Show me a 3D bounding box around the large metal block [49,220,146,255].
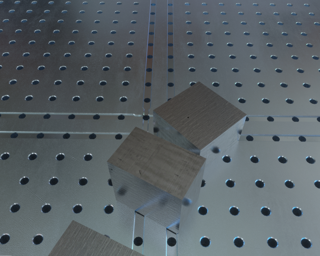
[{"bbox_3d":[-0.062,0.142,0.272,0.080,0.050,0.080,20,53,16],"label":"large metal block"}]

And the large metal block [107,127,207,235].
[{"bbox_3d":[-0.003,0.056,0.325,0.080,0.080,0.050,24,54,19],"label":"large metal block"}]

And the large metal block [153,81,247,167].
[{"bbox_3d":[0.048,-0.003,0.394,0.080,0.050,0.080,-34,58,-25],"label":"large metal block"}]
